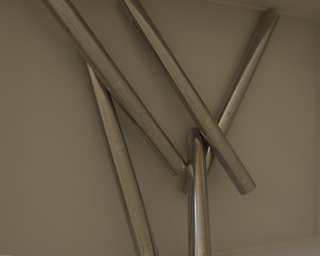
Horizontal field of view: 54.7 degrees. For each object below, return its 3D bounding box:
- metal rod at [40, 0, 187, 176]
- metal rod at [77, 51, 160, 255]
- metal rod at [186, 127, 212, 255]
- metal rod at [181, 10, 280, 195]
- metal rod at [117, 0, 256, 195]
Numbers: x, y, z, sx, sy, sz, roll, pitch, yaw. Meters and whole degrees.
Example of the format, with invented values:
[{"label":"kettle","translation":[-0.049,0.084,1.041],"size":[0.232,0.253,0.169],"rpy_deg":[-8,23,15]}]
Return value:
[{"label":"metal rod","translation":[-0.057,-0.061,0.353],"size":[0.025,0.025,0.299],"rpy_deg":[-41,111,-15]},{"label":"metal rod","translation":[-0.049,0.029,0.362],"size":[0.025,0.025,0.299],"rpy_deg":[-15,84,-19]},{"label":"metal rod","translation":[0.043,0.125,0.339],"size":[0.025,0.025,0.300],"rpy_deg":[19,49,-19]},{"label":"metal rod","translation":[0.106,-0.039,0.449],"size":[0.025,0.025,0.299],"rpy_deg":[29,80,-18]},{"label":"metal rod","translation":[0.037,-0.042,0.406],"size":[0.025,0.025,0.299],"rpy_deg":[-34,95,-17]}]
